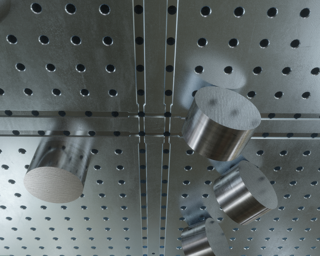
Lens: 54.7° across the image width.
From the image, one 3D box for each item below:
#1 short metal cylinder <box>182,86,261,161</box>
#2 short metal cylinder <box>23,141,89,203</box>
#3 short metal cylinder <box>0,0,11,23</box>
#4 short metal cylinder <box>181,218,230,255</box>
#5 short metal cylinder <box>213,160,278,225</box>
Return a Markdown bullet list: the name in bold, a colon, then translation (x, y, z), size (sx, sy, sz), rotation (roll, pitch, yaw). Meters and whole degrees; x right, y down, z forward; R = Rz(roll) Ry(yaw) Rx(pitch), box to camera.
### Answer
- **short metal cylinder**: translation (0.072, -0.006, 0.371), size (0.081, 0.080, 0.050), rotation (11, 129, -10)
- **short metal cylinder**: translation (-0.147, 0.064, 0.448), size (0.081, 0.050, 0.079), rotation (0, 130, 0)
- **short metal cylinder**: translation (-0.190, -0.122, 0.288), size (0.081, 0.050, 0.079), rotation (0, 130, 0)
- **short metal cylinder**: translation (0.082, 0.209, 0.555), size (0.050, 0.080, 0.080), rotation (-31, 124, 23)
- **short metal cylinder**: translation (0.126, 0.095, 0.459), size (0.080, 0.080, 0.050), rotation (31, 123, -24)
